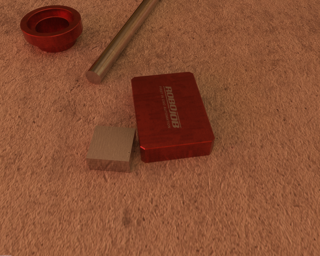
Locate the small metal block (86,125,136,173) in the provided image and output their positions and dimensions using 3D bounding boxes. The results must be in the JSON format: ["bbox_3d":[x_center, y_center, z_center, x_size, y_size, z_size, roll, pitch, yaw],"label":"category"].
[{"bbox_3d":[-0.058,0.025,0.381,0.050,0.025,0.050,4,50,3],"label":"small metal block"}]

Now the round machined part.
[{"bbox_3d":[-0.181,-0.166,0.531,0.099,0.042,0.098,0,50,0],"label":"round machined part"}]

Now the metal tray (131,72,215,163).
[{"bbox_3d":[0.013,-0.019,0.417,0.091,0.030,0.130,-6,50,-6],"label":"metal tray"}]

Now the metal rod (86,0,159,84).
[{"bbox_3d":[-0.050,-0.184,0.557,0.025,0.025,0.301,15,52,12],"label":"metal rod"}]
